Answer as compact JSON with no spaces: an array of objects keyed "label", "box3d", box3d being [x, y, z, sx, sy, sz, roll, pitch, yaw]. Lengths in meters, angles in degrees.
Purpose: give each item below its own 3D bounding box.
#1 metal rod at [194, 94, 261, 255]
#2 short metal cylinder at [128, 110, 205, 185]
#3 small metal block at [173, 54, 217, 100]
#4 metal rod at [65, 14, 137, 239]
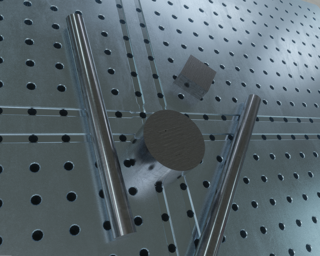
[{"label":"metal rod","box3d":[0.100,0.056,0.427,0.025,0.025,0.301,34,51,-6]},{"label":"short metal cylinder","box3d":[0.008,0.024,0.381,0.081,0.050,0.080,14,56,-21]},{"label":"small metal block","box3d":[0.055,-0.080,0.486,0.050,0.025,0.050,33,51,-7]},{"label":"metal rod","box3d":[-0.078,-0.020,0.377,0.025,0.025,0.299,-4,64,-30]}]
